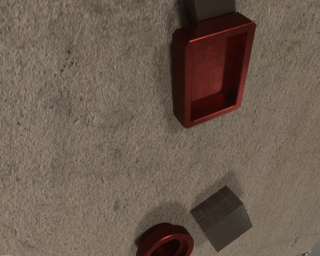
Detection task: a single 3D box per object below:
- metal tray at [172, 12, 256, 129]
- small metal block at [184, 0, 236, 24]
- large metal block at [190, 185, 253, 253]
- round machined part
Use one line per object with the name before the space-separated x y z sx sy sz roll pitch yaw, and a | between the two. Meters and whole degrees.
metal tray | 0.063 -0.066 0.381 0.091 0.030 0.129 -21 138 -16
small metal block | 0.054 -0.148 0.347 0.050 0.025 0.050 -26 128 -12
large metal block | 0.111 0.163 0.555 0.080 0.050 0.080 -34 129 -6
round machined part | 0.005 0.200 0.524 0.099 0.042 0.097 -14 125 -21
